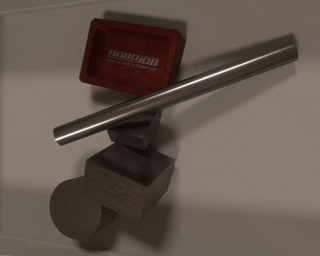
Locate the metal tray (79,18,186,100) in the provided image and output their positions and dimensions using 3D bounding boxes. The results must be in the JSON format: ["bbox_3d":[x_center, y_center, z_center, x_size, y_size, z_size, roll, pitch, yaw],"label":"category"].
[{"bbox_3d":[-0.039,-0.093,0.420,0.130,0.030,0.089,15,95,19],"label":"metal tray"}]

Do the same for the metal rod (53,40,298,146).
[{"bbox_3d":[0.013,-0.039,0.375,0.301,0.025,0.025,-20,84,7],"label":"metal rod"}]

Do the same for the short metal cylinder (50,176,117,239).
[{"bbox_3d":[-0.104,0.107,0.433,0.080,0.050,0.079,0,90,19],"label":"short metal cylinder"}]

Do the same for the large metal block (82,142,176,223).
[{"bbox_3d":[-0.037,0.061,0.387,0.080,0.080,0.050,21,115,18],"label":"large metal block"}]

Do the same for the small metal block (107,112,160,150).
[{"bbox_3d":[-0.034,-0.003,0.407,0.050,0.025,0.050,13,53,19],"label":"small metal block"}]
